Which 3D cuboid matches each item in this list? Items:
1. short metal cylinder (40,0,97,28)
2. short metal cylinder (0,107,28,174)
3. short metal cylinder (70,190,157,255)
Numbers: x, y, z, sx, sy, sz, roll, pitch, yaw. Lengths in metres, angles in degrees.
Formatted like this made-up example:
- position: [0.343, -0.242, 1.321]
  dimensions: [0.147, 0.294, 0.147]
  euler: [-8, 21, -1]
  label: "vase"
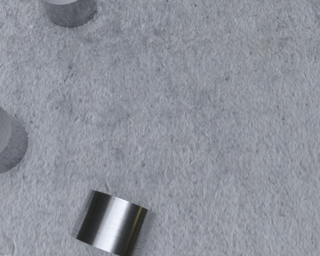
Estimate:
- position: [-0.139, -0.200, 0.466]
  dimensions: [0.081, 0.050, 0.080]
  euler: [0, 70, 0]
  label: "short metal cylinder"
- position: [-0.215, 0.014, 0.387]
  dimensions: [0.081, 0.050, 0.080]
  euler: [0, 70, 0]
  label: "short metal cylinder"
- position: [-0.050, 0.106, 0.340]
  dimensions: [0.080, 0.080, 0.050]
  euler: [18, 71, 6]
  label: "short metal cylinder"
